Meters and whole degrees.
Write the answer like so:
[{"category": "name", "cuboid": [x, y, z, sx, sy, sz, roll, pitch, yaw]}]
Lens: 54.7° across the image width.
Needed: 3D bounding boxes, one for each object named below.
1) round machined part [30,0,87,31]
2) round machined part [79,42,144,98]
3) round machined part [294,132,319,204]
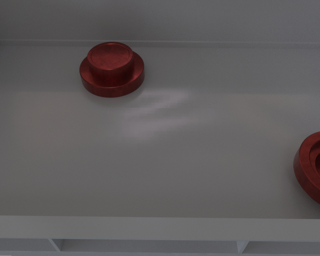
[{"category": "round machined part", "cuboid": [-0.186, -0.219, 0.579, 0.099, 0.042, 0.098, 0, 50, 0]}, {"category": "round machined part", "cuboid": [-0.074, -0.095, 0.473, 0.099, 0.042, 0.098, 0, 50, 0]}, {"category": "round machined part", "cuboid": [0.202, 0.053, 0.351, 0.099, 0.042, 0.098, 0, 50, 0]}]
